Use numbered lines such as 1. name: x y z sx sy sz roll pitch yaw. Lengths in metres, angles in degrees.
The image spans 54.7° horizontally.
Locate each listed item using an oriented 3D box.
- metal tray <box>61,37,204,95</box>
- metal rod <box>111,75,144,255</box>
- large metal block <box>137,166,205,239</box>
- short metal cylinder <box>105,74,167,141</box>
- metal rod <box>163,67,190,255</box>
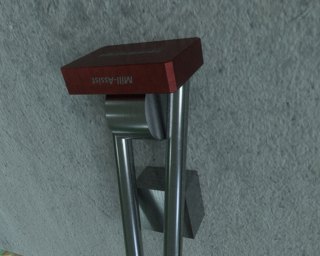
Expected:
1. metal tray: -0.028 -0.068 0.338 0.130 0.090 0.030 2 120 26
2. metal rod: -0.045 0.064 0.411 0.025 0.025 0.298 2 104 27
3. large metal block: 0.014 0.105 0.446 0.080 0.050 0.079 2 119 27
4. short metal cylinder: -0.020 -0.026 0.367 0.050 0.080 0.079 2 119 26
5. metal rod: 0.019 0.068 0.379 0.025 0.025 0.298 8 107 23
